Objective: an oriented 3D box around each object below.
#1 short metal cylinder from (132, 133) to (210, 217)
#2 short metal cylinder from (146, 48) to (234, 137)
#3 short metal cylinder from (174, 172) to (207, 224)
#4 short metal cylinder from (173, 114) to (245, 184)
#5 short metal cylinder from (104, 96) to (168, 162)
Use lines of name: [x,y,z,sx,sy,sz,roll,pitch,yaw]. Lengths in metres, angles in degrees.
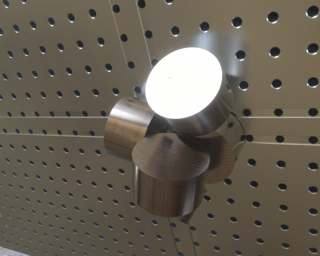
short metal cylinder: [0.010,0.048,0.334,0.080,0.080,0.050,16,125,19]
short metal cylinder: [0.032,-0.037,0.327,0.080,0.080,0.050,2,159,27]
short metal cylinder: [0.015,0.084,0.412,0.080,0.050,0.080,31,171,6]
short metal cylinder: [0.057,0.020,0.376,0.080,0.050,0.079,13,123,21]
short metal cylinder: [-0.027,0.004,0.392,0.050,0.080,0.079,17,125,18]
